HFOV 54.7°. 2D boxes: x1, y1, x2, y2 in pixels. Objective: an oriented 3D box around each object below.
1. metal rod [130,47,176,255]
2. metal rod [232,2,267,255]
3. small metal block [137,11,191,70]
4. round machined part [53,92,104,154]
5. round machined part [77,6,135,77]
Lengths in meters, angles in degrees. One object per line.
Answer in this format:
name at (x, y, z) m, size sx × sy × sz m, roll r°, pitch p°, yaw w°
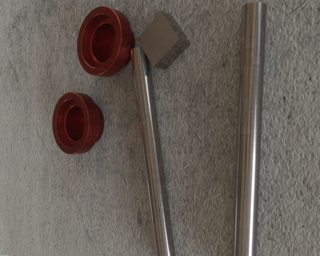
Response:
metal rod at (-0.009, 0.039, 0.412) m, size 0.025 × 0.025 × 0.298 m, roll -13°, pitch 82°, yaw 39°
metal rod at (0.094, 0.022, 0.327) m, size 0.025 × 0.025 × 0.298 m, roll 3°, pitch 92°, yaw 40°
small metal block at (0.004, -0.112, 0.401) m, size 0.050 × 0.025 × 0.050 m, roll -42°, pitch 65°, yaw 32°
round machined part at (-0.128, -0.008, 0.500) m, size 0.098 × 0.042 × 0.097 m, roll 0°, pitch 90°, yaw 40°
round machined part at (-0.075, -0.124, 0.456) m, size 0.098 × 0.042 × 0.097 m, roll 0°, pitch 90°, yaw 40°
